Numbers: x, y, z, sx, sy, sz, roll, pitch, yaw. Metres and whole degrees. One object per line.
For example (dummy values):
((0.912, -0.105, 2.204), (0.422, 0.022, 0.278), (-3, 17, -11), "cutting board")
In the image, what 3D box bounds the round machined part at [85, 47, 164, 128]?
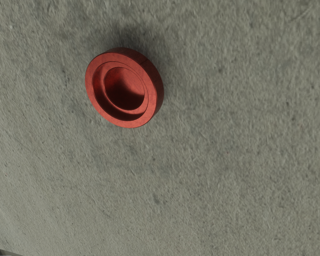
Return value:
((-0.039, -0.052, 0.383), (0.098, 0.042, 0.097), (13, 124, 20), "round machined part")
